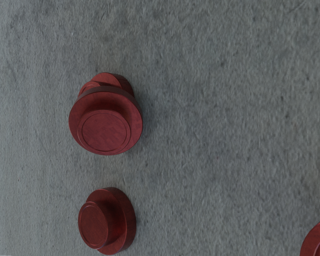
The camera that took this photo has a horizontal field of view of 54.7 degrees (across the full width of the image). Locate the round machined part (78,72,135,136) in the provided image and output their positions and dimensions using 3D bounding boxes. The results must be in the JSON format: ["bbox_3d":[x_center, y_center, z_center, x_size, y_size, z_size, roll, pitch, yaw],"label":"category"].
[{"bbox_3d":[-0.087,-0.035,0.463,0.098,0.042,0.097,0,90,39],"label":"round machined part"}]

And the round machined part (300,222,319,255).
[{"bbox_3d":[0.172,0.115,0.252,0.098,0.042,0.097,0,90,39],"label":"round machined part"}]

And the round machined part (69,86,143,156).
[{"bbox_3d":[-0.072,-0.003,0.413,0.097,0.099,0.042,-59,17,23],"label":"round machined part"}]

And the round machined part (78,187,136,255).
[{"bbox_3d":[-0.085,0.140,0.461,0.098,0.042,0.097,0,90,39],"label":"round machined part"}]
